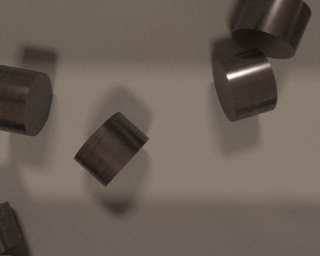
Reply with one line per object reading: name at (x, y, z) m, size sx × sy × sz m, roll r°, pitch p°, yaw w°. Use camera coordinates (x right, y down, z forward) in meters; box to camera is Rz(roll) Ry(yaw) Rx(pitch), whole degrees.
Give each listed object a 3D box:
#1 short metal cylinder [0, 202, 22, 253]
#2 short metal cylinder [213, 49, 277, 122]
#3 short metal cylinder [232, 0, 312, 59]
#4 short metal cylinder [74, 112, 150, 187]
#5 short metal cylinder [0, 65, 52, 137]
short metal cylinder at (-0.221, 0.131, 0.381) m, size 0.080 × 0.080 × 0.050 m, roll -20°, pitch 90°, yaw 0°
short metal cylinder at (0.103, -0.053, 0.385) m, size 0.050 × 0.080 × 0.080 m, roll -17°, pitch 90°, yaw 0°
short metal cylinder at (0.137, -0.127, 0.386) m, size 0.080 × 0.080 × 0.050 m, roll 23°, pitch 90°, yaw -1°
short metal cylinder at (-0.059, 0.026, 0.383) m, size 0.050 × 0.080 × 0.080 m, roll 42°, pitch 90°, yaw -1°
short metal cylinder at (-0.174, -0.033, 0.382) m, size 0.050 × 0.080 × 0.080 m, roll 11°, pitch 90°, yaw 0°
